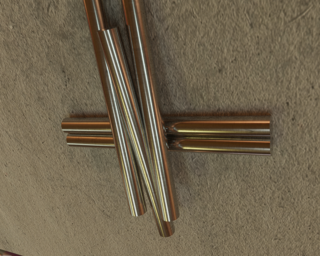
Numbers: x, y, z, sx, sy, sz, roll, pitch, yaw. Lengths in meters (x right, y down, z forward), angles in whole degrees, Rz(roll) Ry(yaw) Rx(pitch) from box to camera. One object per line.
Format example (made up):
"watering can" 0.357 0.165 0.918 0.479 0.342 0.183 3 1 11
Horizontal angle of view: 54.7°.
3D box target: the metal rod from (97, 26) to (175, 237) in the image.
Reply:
"metal rod" -0.023 0.023 0.400 0.025 0.025 0.298 0 118 28

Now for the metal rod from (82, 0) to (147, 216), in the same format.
"metal rod" -0.054 -0.021 0.395 0.025 0.025 0.298 0 111 28

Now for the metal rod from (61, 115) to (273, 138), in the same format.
"metal rod" -0.010 -0.003 0.411 0.300 0.025 0.025 0 119 27

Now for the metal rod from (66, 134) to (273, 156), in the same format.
"metal rod" -0.006 0.019 0.423 0.300 0.025 0.025 0 119 27

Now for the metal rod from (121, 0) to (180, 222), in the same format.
"metal rod" -0.010 -0.021 0.371 0.025 0.025 0.298 0 111 28
